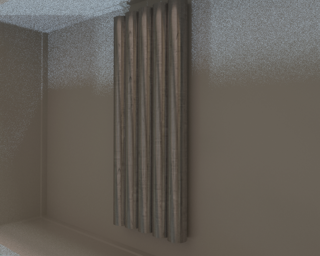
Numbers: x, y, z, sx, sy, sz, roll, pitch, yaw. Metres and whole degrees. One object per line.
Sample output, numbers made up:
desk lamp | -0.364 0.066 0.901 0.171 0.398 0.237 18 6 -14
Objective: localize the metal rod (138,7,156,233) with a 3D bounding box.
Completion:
metal rod | -0.017 -0.011 0.419 0.025 0.025 0.298 0 90 40

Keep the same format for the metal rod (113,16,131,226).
metal rod | -0.055 -0.010 0.451 0.025 0.025 0.298 0 90 40

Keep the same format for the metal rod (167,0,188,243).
metal rod | 0.022 -0.009 0.387 0.025 0.025 0.298 0 90 40

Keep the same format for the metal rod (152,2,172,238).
metal rod | 0.003 -0.010 0.403 0.025 0.025 0.298 0 90 40

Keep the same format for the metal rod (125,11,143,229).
metal rod | -0.037 -0.011 0.436 0.025 0.025 0.298 0 90 40
